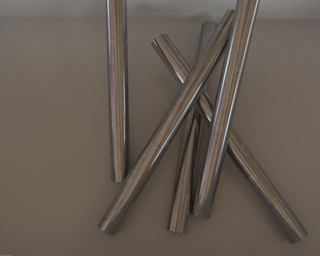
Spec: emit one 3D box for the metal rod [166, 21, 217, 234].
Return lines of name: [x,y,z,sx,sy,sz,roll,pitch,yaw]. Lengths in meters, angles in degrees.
metal rod: [0.047,-0.015,0.415,0.025,0.025,0.299,10,70,3]

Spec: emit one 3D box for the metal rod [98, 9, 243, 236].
metal rod: [0.015,-0.008,0.371,0.025,0.025,0.299,31,88,10]

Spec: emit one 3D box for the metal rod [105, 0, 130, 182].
metal rod: [-0.051,-0.084,0.374,0.025,0.025,0.298,-1,95,-1]

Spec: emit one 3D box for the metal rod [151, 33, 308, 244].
metal rod: [0.081,0.006,0.388,0.025,0.025,0.299,-32,81,-11]

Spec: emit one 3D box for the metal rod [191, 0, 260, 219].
metal rod: [0.079,-0.041,0.359,0.025,0.025,0.298,12,96,4]
